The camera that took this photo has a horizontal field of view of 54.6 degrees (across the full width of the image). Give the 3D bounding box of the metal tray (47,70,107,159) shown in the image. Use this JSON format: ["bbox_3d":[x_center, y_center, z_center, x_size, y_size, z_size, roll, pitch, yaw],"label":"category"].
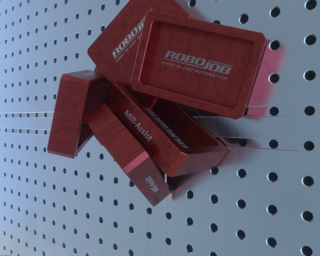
[{"bbox_3d":[-0.100,-0.025,0.394,0.030,0.130,0.089,14,102,-4],"label":"metal tray"}]

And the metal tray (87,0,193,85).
[{"bbox_3d":[-0.026,-0.114,0.404,0.130,0.030,0.090,-44,66,15],"label":"metal tray"}]

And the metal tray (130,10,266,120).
[{"bbox_3d":[0.039,-0.070,0.343,0.130,0.030,0.089,17,102,15],"label":"metal tray"}]

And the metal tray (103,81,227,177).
[{"bbox_3d":[0.005,-0.003,0.362,0.130,0.091,0.030,46,117,30],"label":"metal tray"}]

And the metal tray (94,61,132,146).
[{"bbox_3d":[-0.071,-0.049,0.466,0.090,0.030,0.129,46,117,29],"label":"metal tray"}]

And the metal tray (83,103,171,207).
[{"bbox_3d":[-0.036,0.037,0.377,0.030,0.130,0.090,-38,60,-9],"label":"metal tray"}]
